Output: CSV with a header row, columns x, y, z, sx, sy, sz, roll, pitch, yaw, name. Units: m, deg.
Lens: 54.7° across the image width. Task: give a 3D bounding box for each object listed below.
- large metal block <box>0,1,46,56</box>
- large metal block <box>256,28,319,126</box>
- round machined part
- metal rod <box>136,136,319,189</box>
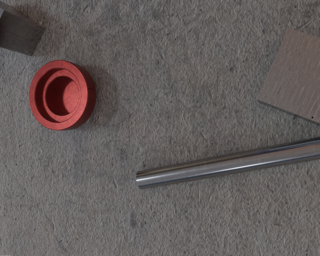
x,y,z,sx,sy,sz,roll,pitch,yaw,name
-0.237,-0.156,0.461,0.080,0.080,0.050,34,101,16,large metal block
0.162,-0.052,0.339,0.080,0.050,0.080,25,98,18,large metal block
-0.134,-0.045,0.446,0.098,0.042,0.097,0,90,19,round machined part
0.112,0.038,0.369,0.301,0.025,0.025,-13,86,19,metal rod
